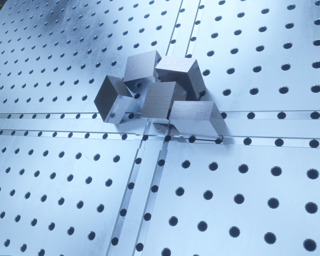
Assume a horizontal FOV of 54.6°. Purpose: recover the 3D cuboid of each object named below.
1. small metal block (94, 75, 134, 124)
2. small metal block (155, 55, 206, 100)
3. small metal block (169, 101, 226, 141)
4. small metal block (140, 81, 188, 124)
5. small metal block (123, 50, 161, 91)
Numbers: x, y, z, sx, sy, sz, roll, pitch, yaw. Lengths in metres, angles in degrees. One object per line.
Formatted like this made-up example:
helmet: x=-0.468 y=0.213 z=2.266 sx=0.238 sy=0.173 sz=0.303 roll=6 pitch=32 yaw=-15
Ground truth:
small metal block: x=-0.070 y=-0.042 z=0.458 sx=0.050 sy=0.025 sz=0.050 roll=-57 pitch=45 yaw=27
small metal block: x=0.028 y=-0.068 z=0.418 sx=0.050 sy=0.050 sz=0.025 roll=15 pitch=60 yaw=34
small metal block: x=0.046 y=-0.009 z=0.374 sx=0.050 sy=0.050 sz=0.025 roll=3 pitch=64 yaw=30
small metal block: x=0.005 y=-0.033 z=0.413 sx=0.050 sy=0.025 sz=0.050 roll=5 pitch=77 yaw=46
small metal block: x=-0.025 y=-0.088 z=0.477 sx=0.050 sy=0.025 sz=0.050 roll=-8 pitch=58 yaw=24
